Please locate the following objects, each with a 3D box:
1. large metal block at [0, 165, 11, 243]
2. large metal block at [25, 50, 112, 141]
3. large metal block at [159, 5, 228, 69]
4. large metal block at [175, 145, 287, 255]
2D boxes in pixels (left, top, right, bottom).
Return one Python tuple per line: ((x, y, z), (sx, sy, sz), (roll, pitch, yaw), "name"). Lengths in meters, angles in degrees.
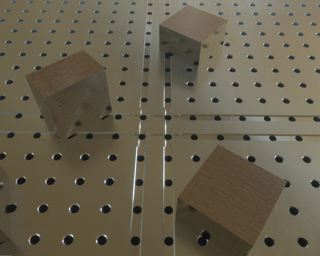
((-0.206, 0.082, 0.320), (0.081, 0.050, 0.080), (-14, 52, -12), "large metal block")
((-0.115, -0.043, 0.406), (0.080, 0.080, 0.050), (-33, 58, -25), "large metal block")
((0.055, -0.156, 0.523), (0.080, 0.050, 0.080), (31, 56, 23), "large metal block")
((0.073, 0.077, 0.328), (0.080, 0.050, 0.080), (29, 56, 22), "large metal block")
